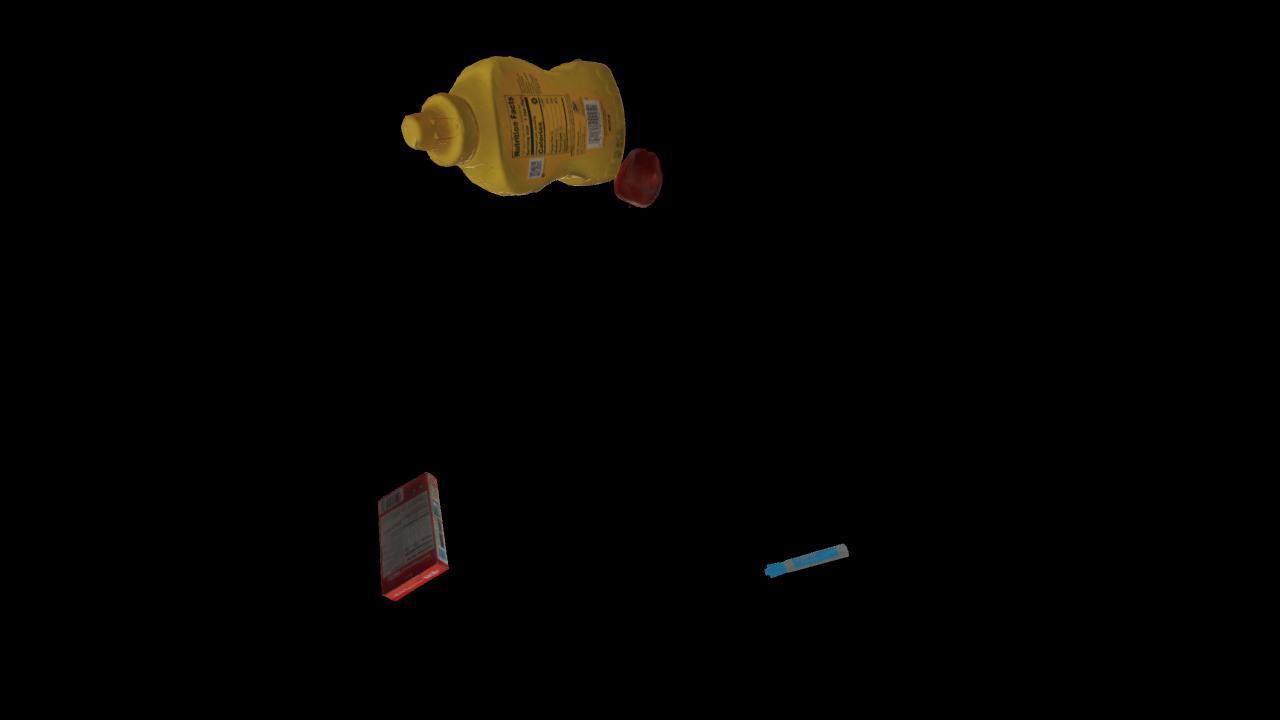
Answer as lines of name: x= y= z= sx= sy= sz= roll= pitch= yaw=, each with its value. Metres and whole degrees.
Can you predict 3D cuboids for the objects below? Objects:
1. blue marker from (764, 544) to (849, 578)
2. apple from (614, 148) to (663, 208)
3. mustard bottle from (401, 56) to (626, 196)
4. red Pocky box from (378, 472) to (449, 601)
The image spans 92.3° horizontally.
blue marker: x=0.236 y=0.287 z=0.876 sx=0.121 sy=0.020 sz=0.020 roll=-15 pitch=0 yaw=-2
apple: x=-0.001 y=-0.289 z=0.988 sx=0.079 sy=0.093 sz=0.079 roll=18 pitch=12 yaw=-4
mustard bottle: x=-0.083 y=-0.161 z=0.427 sx=0.054 sy=0.092 sz=0.184 roll=17 pitch=28 yaw=31
red Pocky box: x=-0.300 y=0.228 z=0.808 sx=0.083 sy=0.028 sz=0.155 roll=-30 pitch=44 yaw=1
